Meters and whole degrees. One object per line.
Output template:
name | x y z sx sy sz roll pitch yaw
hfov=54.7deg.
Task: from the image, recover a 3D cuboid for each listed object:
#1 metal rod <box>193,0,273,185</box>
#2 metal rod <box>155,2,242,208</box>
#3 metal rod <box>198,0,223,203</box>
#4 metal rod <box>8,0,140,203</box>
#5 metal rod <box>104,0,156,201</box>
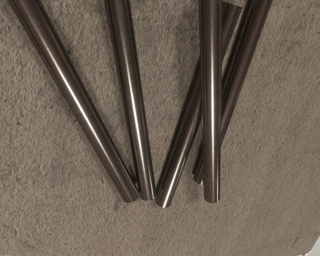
metal rod | 0.098 -0.048 0.432 0.025 0.025 0.298 -1 119 -29
metal rod | 0.045 -0.015 0.423 0.025 0.025 0.298 3 117 -30
metal rod | 0.067 -0.014 0.403 0.025 0.025 0.298 -19 126 -18
metal rod | -0.083 -0.013 0.354 0.025 0.025 0.299 -29 129 -11
metal rod | -0.031 -0.024 0.375 0.025 0.025 0.298 -19 126 -18
